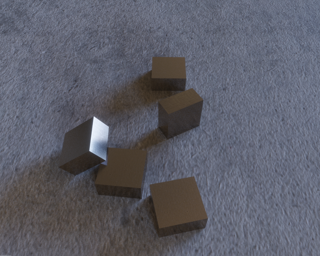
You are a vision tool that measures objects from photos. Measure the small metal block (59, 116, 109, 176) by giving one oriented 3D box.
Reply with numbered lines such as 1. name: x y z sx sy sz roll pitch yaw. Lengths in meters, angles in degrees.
1. small metal block: -0.090 0.022 0.368 0.050 0.025 0.050 -27 45 26

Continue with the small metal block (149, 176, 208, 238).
1. small metal block: 0.018 0.084 0.333 0.050 0.025 0.050 -9 51 -8

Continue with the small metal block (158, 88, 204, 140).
1. small metal block: 0.026 -0.018 0.403 0.050 0.050 0.025 -23 54 -19

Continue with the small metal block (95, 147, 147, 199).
1. small metal block: -0.043 0.052 0.359 0.050 0.025 0.050 5 50 3

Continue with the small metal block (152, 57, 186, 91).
1. small metal block: 0.013 -0.083 0.473 0.050 0.025 0.050 1 50 0
